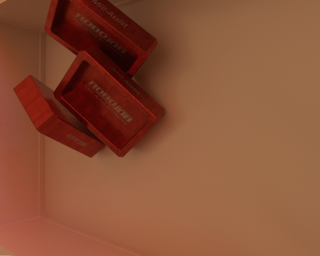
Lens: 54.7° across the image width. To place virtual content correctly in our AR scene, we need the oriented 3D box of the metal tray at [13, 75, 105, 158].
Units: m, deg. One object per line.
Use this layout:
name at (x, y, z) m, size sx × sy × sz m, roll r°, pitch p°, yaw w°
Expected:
metal tray at (-0.142, -0.013, 0.453) m, size 0.030 × 0.130 × 0.090 m, roll -41°, pitch 62°, yaw 1°

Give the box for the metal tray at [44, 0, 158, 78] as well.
metal tray at (-0.078, -0.118, 0.397) m, size 0.130 × 0.030 × 0.090 m, roll 36°, pitch 147°, yaw -11°

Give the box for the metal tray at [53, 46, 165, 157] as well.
metal tray at (-0.070, -0.033, 0.417) m, size 0.130 × 0.030 × 0.090 m, roll 43°, pitch 123°, yaw -3°
